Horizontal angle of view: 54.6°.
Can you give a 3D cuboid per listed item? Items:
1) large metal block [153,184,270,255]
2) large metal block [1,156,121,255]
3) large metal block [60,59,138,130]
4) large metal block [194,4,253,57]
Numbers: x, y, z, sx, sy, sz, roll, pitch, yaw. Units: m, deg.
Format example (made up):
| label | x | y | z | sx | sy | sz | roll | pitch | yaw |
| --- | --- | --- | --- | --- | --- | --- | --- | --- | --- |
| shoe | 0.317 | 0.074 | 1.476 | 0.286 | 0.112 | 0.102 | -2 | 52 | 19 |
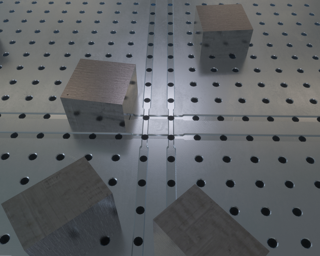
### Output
| label | x | y | z | sx | sy | sz | roll | pitch | yaw |
| --- | --- | --- | --- | --- | --- | --- | --- | --- | --- |
| large metal block | 0.040 | 0.111 | 0.279 | 0.050 | 0.080 | 0.080 | -35 | 58 | -25 |
| large metal block | -0.089 | 0.086 | 0.299 | 0.080 | 0.080 | 0.050 | -31 | 57 | -23 |
| large metal block | -0.080 | -0.048 | 0.432 | 0.080 | 0.050 | 0.080 | 7 | 50 | 6 |
| large metal block | 0.105 | -0.169 | 0.534 | 0.080 | 0.050 | 0.080 | -3 | 50 | -3 |
